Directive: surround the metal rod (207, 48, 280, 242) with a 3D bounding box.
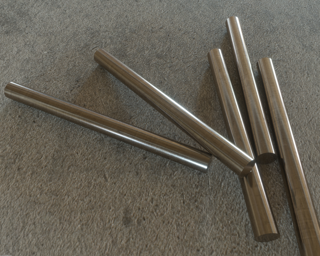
[{"bbox_3d":[0.099,-0.004,0.407,0.025,0.025,0.300,-3,50,-2],"label":"metal rod"}]

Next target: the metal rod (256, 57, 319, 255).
[{"bbox_3d":[0.157,0.013,0.392,0.025,0.025,0.300,2,50,2],"label":"metal rod"}]

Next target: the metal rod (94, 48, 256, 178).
[{"bbox_3d":[0.000,-0.036,0.418,0.025,0.025,0.300,-33,53,-24],"label":"metal rod"}]

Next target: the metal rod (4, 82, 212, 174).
[{"bbox_3d":[-0.078,-0.006,0.407,0.301,0.025,0.025,20,53,15],"label":"metal rod"}]

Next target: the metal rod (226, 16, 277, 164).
[{"bbox_3d":[0.130,-0.078,0.469,0.025,0.025,0.300,1,50,0],"label":"metal rod"}]
